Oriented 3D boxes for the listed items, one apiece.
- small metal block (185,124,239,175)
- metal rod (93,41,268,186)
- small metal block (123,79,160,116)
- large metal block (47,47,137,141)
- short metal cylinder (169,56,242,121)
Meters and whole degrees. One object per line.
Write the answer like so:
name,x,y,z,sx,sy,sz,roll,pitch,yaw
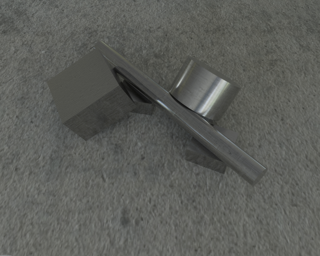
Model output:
small metal block,0.065,0.024,0.386,0.050,0.025,0.050,19,52,15
metal rod,0.007,-0.034,0.401,0.025,0.025,0.300,-34,58,-25
small metal block,-0.031,-0.047,0.444,0.050,0.025,0.050,10,51,7
large metal block,-0.089,-0.044,0.403,0.080,0.050,0.080,-34,55,3
short metal cylinder,0.059,-0.052,0.407,0.080,0.050,0.080,28,18,-10
